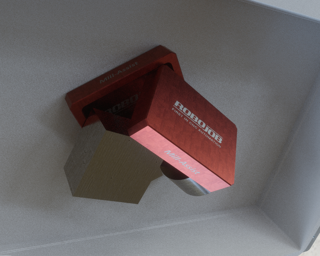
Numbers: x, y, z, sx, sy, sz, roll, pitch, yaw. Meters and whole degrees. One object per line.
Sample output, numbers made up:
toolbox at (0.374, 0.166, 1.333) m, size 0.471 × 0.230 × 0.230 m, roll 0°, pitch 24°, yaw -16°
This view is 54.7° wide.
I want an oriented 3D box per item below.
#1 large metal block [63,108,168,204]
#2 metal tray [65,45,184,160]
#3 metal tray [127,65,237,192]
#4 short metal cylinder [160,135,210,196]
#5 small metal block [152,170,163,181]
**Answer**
large metal block at (-0.049, 0.033, 0.344) m, size 0.081 × 0.050 × 0.080 m, roll 18°, pitch 109°, yaw -36°
metal tray at (-0.032, -0.029, 0.369) m, size 0.131 × 0.030 × 0.090 m, roll -30°, pitch 129°, yaw -10°
metal tray at (0.033, 0.002, 0.347) m, size 0.130 × 0.090 × 0.030 m, roll 37°, pitch 136°, yaw -25°
short metal cylinder at (0.047, 0.047, 0.428) m, size 0.080 × 0.080 × 0.050 m, roll -43°, pitch 130°, yaw 1°
small metal block at (-0.029, 0.052, 0.425) m, size 0.050 × 0.025 × 0.050 m, roll -26°, pitch 128°, yaw -13°
